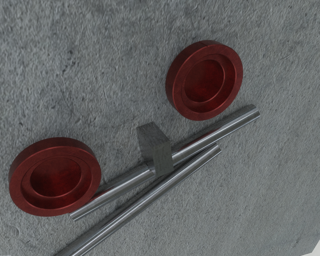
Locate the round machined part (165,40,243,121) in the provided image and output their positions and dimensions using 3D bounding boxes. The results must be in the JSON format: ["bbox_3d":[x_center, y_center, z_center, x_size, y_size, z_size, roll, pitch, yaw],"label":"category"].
[{"bbox_3d":[0.050,-0.061,0.386,0.099,0.042,0.097,-14,124,-21],"label":"round machined part"}]

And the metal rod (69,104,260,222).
[{"bbox_3d":[0.013,0.044,0.441,0.302,0.025,0.025,-28,128,-11],"label":"metal rod"}]

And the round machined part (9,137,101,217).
[{"bbox_3d":[-0.122,0.052,0.362,0.099,0.042,0.097,-14,124,-21],"label":"round machined part"}]

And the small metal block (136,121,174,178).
[{"bbox_3d":[-0.007,0.027,0.404,0.025,0.050,0.050,-20,126,-17],"label":"small metal block"}]

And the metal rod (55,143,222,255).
[{"bbox_3d":[-0.035,0.116,0.459,0.301,0.025,0.025,-36,129,-4],"label":"metal rod"}]
